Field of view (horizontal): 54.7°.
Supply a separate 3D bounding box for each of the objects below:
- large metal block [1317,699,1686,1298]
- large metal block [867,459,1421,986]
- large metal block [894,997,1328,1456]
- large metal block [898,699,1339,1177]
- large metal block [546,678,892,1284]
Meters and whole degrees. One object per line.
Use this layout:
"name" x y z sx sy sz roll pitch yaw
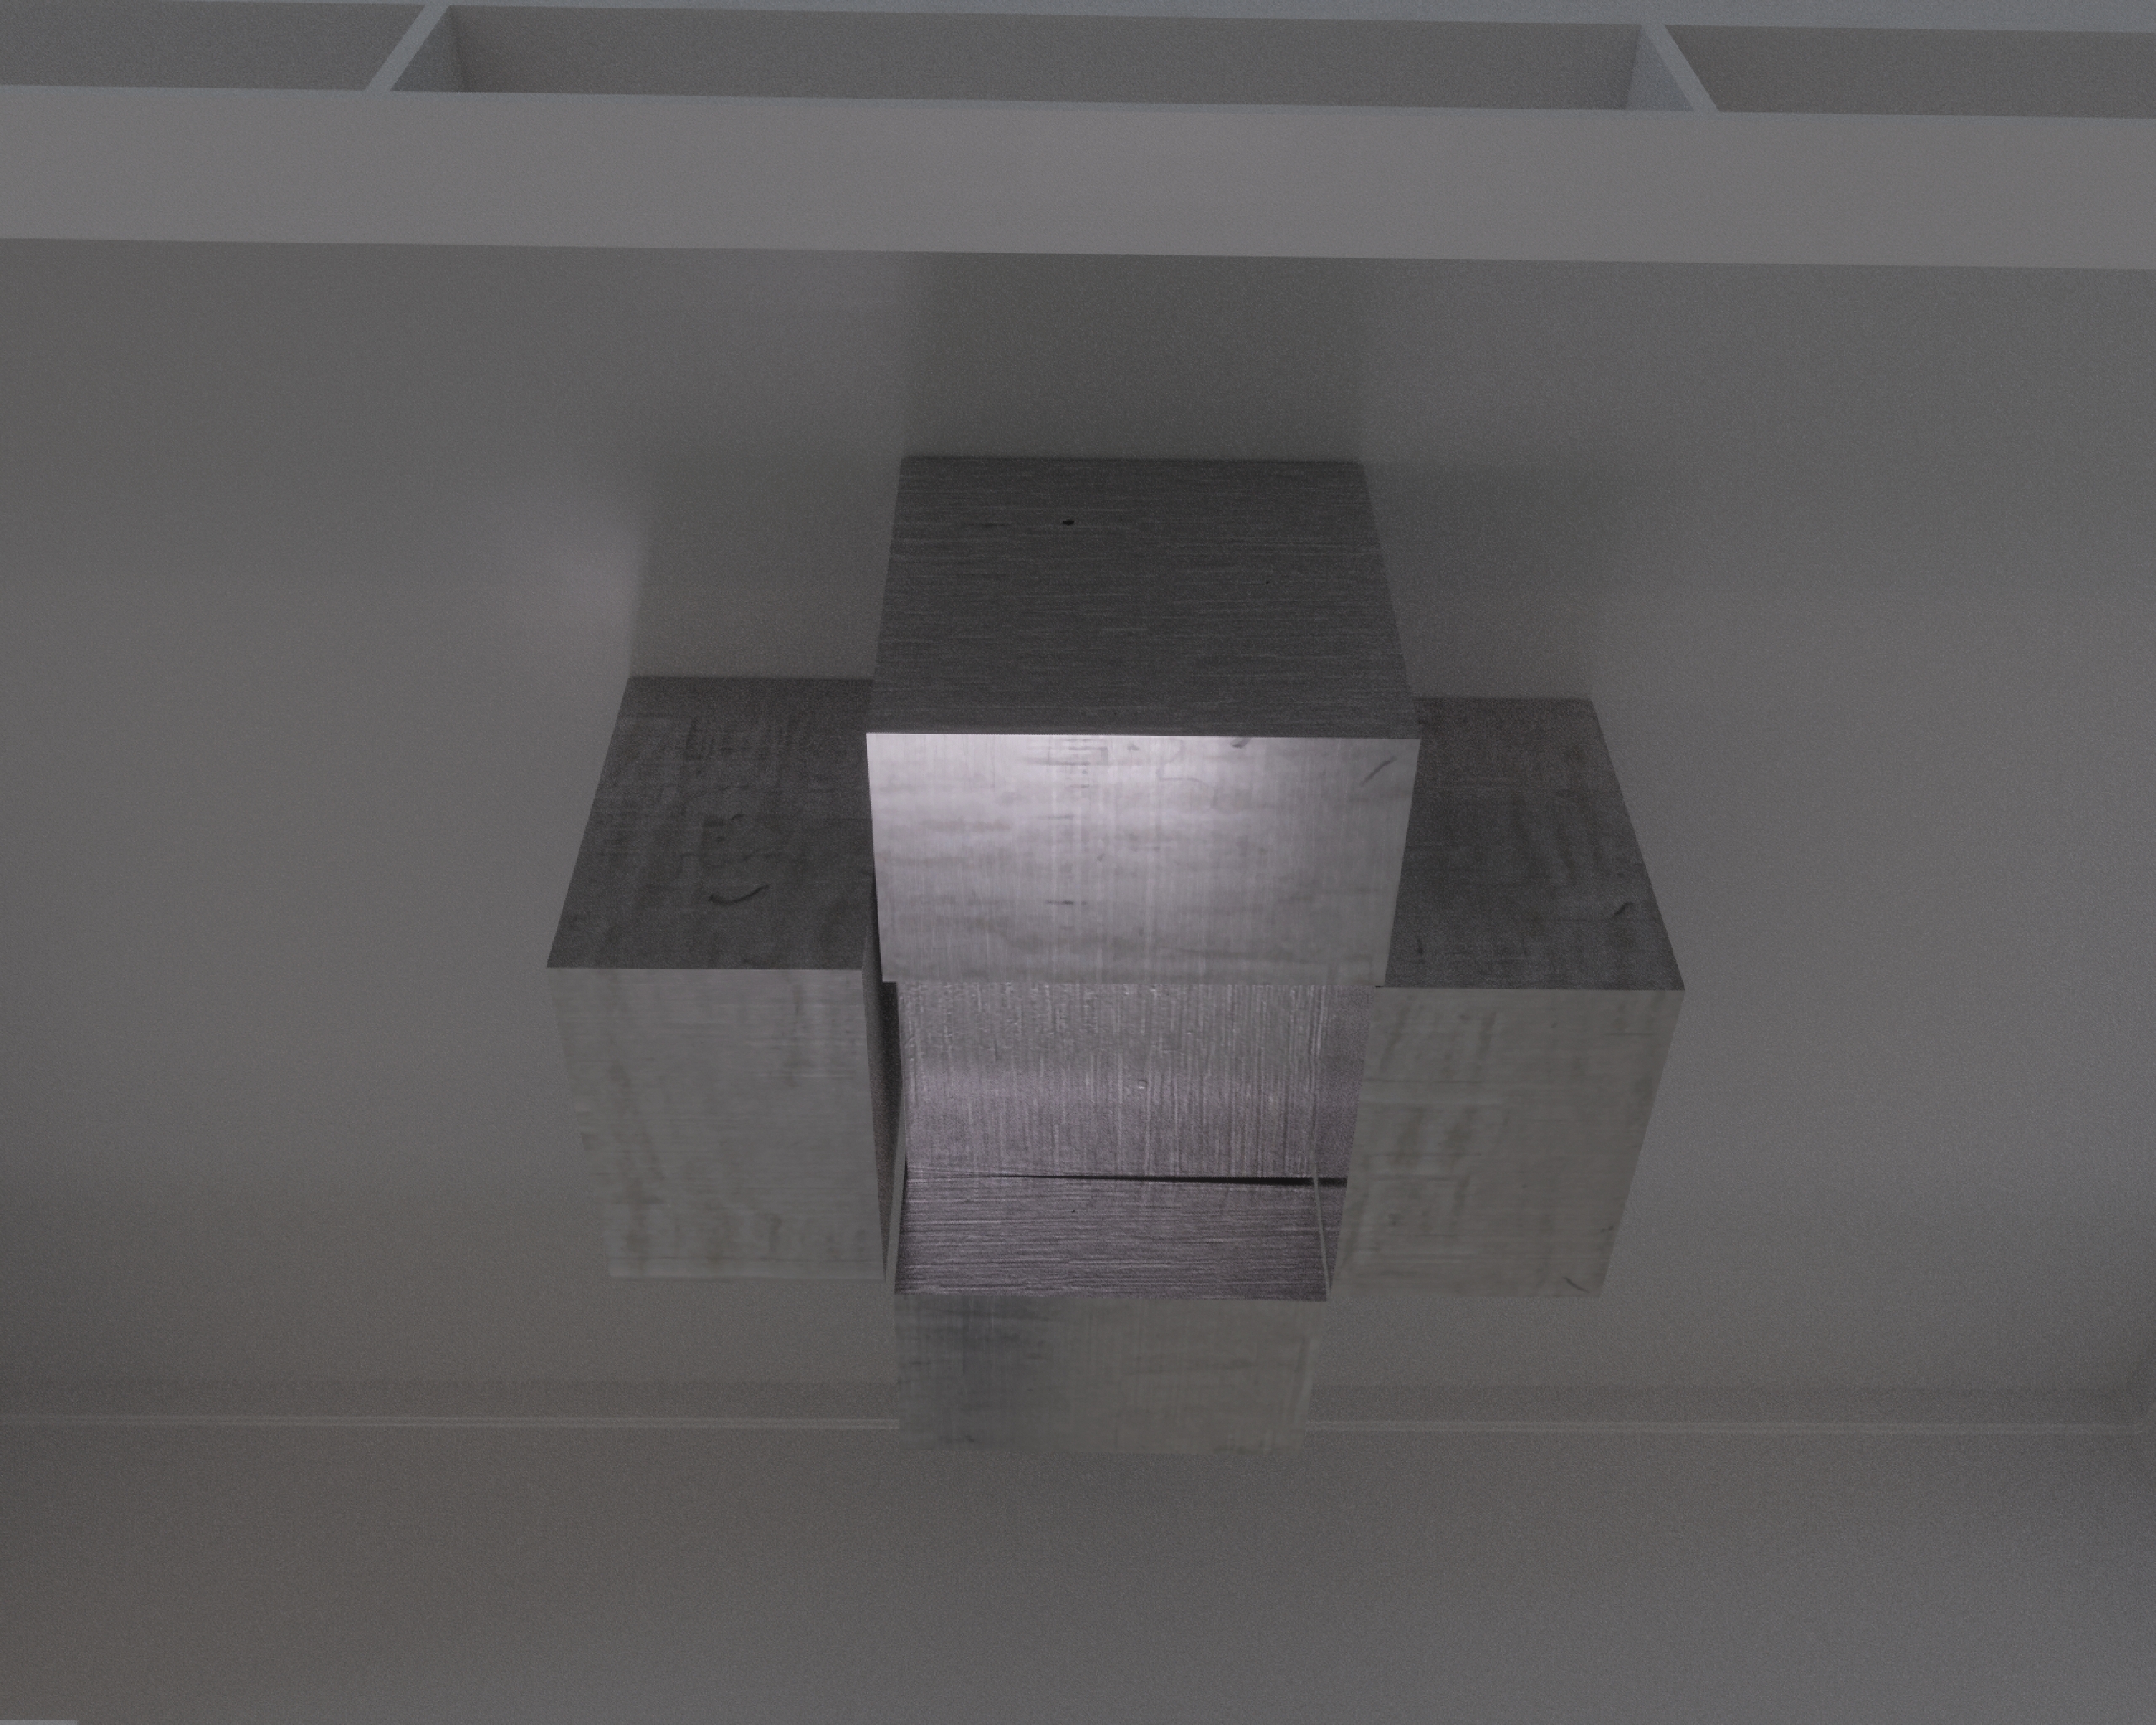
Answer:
"large metal block" 0.073 0.025 0.394 0.050 0.080 0.079 1 130 -1
"large metal block" 0.009 -0.025 0.349 0.081 0.080 0.050 1 130 -1
"large metal block" 0.005 0.074 0.434 0.081 0.080 0.050 1 130 -1
"large metal block" 0.008 0.015 0.402 0.081 0.050 0.079 0 130 -1
"large metal block" -0.060 0.021 0.389 0.050 0.080 0.079 1 130 -1
